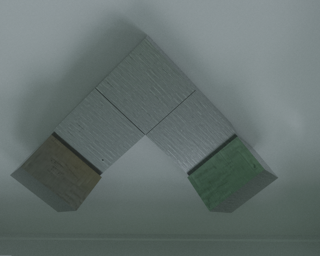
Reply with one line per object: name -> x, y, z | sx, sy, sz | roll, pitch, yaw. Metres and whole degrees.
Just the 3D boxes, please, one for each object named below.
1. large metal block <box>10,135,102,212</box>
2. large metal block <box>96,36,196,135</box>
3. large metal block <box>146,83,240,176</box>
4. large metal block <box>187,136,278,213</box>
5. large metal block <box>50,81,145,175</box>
large metal block -> -0.134, 0.061, 0.394 | 0.080, 0.050, 0.080 | 44, 147, -15
large metal block -> -0.016, -0.053, 0.376 | 0.080, 0.050, 0.080 | -42, 105, 14
large metal block -> 0.040, 0.001, 0.397 | 0.080, 0.050, 0.080 | -42, 105, 14
large metal block -> 0.095, 0.064, 0.398 | 0.080, 0.050, 0.080 | -42, 148, 14
large metal block -> -0.075, -0.001, 0.395 | 0.080, 0.050, 0.080 | -42, 105, 14
